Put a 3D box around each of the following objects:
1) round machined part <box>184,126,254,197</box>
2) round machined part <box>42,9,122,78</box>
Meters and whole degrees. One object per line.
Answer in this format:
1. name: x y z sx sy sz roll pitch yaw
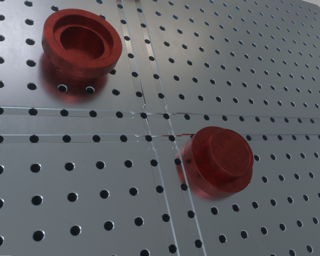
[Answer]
1. round machined part: 0.086 0.040 0.419 0.099 0.042 0.098 13 56 -21
2. round machined part: -0.103 -0.105 0.405 0.099 0.042 0.098 13 56 -21
